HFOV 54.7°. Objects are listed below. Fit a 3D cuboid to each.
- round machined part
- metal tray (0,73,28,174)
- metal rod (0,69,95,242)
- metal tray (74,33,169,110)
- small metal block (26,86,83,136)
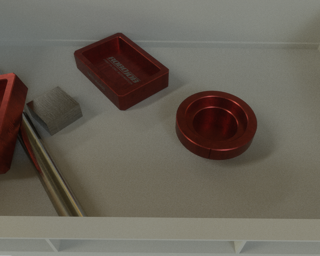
[{"bbox_3d":[0.069,0.001,0.394,0.099,0.042,0.098,0,50,0],"label":"round machined part"},{"bbox_3d":[-0.222,-0.004,0.380,0.090,0.030,0.130,-8,57,7],"label":"metal tray"},{"bbox_3d":[-0.165,0.013,0.391,0.025,0.025,0.300,-28,56,-22],"label":"metal rod"},{"bbox_3d":[-0.060,-0.092,0.477,0.091,0.030,0.130,-32,57,-24],"label":"metal tray"},{"bbox_3d":[-0.144,-0.024,0.424,0.050,0.025,0.050,37,59,27],"label":"small metal block"}]
